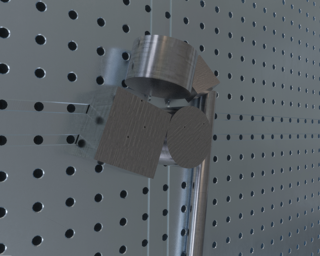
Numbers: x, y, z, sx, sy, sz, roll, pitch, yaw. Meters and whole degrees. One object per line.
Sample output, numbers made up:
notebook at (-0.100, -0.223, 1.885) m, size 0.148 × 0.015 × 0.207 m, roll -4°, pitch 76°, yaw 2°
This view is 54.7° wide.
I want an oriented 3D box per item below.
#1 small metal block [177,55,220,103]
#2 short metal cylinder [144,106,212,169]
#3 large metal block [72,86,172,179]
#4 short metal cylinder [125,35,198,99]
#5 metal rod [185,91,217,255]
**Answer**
small metal block at (0.048, -0.070, 0.437) m, size 0.050 × 0.025 × 0.050 m, roll -29°, pitch 81°, yaw -36°
short metal cylinder at (0.023, 0.011, 0.413) m, size 0.081 × 0.050 × 0.079 m, roll 0°, pitch 90°, yaw -40°
large metal block at (-0.042, 0.007, 0.358) m, size 0.080 × 0.050 × 0.080 m, roll 26°, pitch 74°, yaw -37°
short metal cylinder at (0.002, -0.071, 0.375) m, size 0.080 × 0.080 × 0.050 m, roll 18°, pitch 79°, yaw -39°
metal rod at (0.059, 0.093, 0.459) m, size 0.025 × 0.025 × 0.298 m, roll 10°, pitch 84°, yaw -40°
